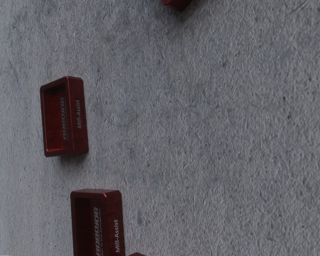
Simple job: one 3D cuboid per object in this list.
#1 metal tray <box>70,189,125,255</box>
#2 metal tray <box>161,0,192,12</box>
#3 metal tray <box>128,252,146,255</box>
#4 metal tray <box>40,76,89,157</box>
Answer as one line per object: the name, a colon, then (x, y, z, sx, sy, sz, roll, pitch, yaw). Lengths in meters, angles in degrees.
metal tray: (-0.098, 0.163, 0.482, 0.090, 0.030, 0.129, -7, 86, 39)
metal tray: (0.017, -0.225, 0.387, 0.090, 0.030, 0.130, -41, 65, 32)
metal tray: (0.003, 0.225, 0.399, 0.130, 0.030, 0.089, 1, 91, 40)
metal tray: (-0.169, -0.017, 0.541, 0.090, 0.030, 0.129, -10, 84, 39)
